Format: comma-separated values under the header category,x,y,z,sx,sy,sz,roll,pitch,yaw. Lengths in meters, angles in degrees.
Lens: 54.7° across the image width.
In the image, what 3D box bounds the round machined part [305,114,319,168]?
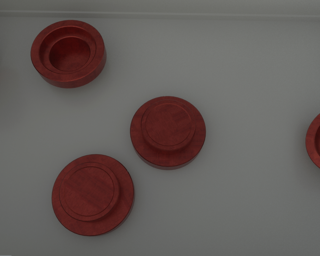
category,x,y,z,sx,sy,sz,roll,pitch,yaw
round machined part,0.237,0.019,0.379,0.098,0.042,0.098,-24,51,35

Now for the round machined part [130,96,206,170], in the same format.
category,x,y,z,sx,sy,sz,roll,pitch,yaw
round machined part,0.010,0.002,0.400,0.099,0.042,0.098,0,70,-1

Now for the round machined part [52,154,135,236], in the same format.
category,x,y,z,sx,sy,sz,roll,pitch,yaw
round machined part,-0.080,0.078,0.371,0.099,0.042,0.098,0,70,-1

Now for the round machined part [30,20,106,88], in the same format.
category,x,y,z,sx,sy,sz,roll,pitch,yaw
round machined part,-0.124,-0.099,0.435,0.099,0.042,0.098,0,70,-1
